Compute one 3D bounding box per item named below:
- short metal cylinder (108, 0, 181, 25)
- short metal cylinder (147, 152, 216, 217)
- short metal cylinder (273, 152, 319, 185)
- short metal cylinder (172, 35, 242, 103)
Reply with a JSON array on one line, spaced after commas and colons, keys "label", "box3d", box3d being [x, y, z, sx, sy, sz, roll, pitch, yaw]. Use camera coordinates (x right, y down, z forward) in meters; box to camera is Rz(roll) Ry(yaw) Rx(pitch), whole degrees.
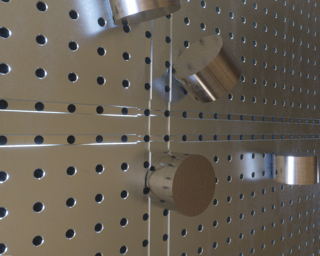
[{"label": "short metal cylinder", "box3d": [-0.021, -0.154, 0.355, 0.081, 0.080, 0.050, -23, 105, -38]}, {"label": "short metal cylinder", "box3d": [0.029, 0.074, 0.417, 0.081, 0.050, 0.079, 0, 90, -40]}, {"label": "short metal cylinder", "box3d": [0.256, 0.075, 0.587, 0.081, 0.080, 0.050, -3, 92, -40]}, {"label": "short metal cylinder", "box3d": [0.064, -0.081, 0.426, 0.050, 0.080, 0.080, 45, 63, -31]}]
